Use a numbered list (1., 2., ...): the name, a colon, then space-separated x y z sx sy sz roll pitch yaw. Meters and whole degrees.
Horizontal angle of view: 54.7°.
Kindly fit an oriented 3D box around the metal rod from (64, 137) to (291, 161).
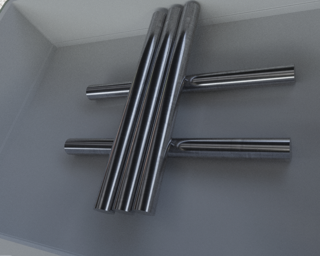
1. metal rod: 0.002 0.025 0.389 0.300 0.025 0.025 -1 61 27

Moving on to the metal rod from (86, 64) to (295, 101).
1. metal rod: 0.023 -0.060 0.429 0.300 0.025 0.025 -1 61 27

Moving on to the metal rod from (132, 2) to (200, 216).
1. metal rod: 0.014 -0.042 0.389 0.025 0.025 0.300 -1 61 28

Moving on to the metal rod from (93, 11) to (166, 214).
1. metal rod: -0.031 -0.038 0.411 0.025 0.025 0.300 -1 61 28

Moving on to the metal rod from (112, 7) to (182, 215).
1. metal rod: -0.008 -0.040 0.400 0.025 0.025 0.300 -1 61 28
